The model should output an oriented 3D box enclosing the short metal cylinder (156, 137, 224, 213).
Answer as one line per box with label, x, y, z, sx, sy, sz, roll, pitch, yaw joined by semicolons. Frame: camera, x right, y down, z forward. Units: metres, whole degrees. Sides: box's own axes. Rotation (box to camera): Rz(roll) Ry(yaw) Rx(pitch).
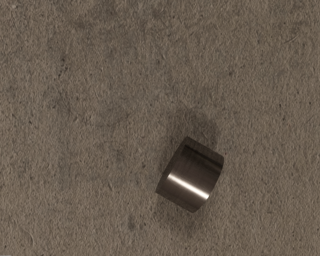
short metal cylinder;0.036;0.057;0.383;0.050;0.080;0.080;30;90;0
